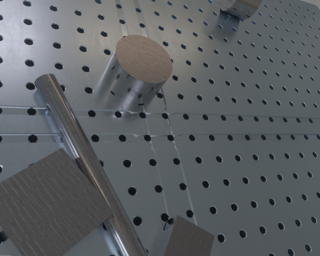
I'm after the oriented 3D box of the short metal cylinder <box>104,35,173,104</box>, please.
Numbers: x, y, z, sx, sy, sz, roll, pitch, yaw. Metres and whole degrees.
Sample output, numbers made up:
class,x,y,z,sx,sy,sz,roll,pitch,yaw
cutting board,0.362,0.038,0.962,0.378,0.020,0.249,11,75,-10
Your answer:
class,x,y,z,sx,sy,sz,roll,pitch,yaw
short metal cylinder,-0.030,-0.080,0.425,0.081,0.050,0.080,14,56,-21

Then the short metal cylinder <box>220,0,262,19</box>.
class,x,y,z,sx,sy,sz,roll,pitch,yaw
short metal cylinder,0.165,-0.268,0.625,0.050,0.080,0.080,14,56,-21

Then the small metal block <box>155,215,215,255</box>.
class,x,y,z,sx,sy,sz,roll,pitch,yaw
small metal block,0.027,0.133,0.342,0.050,0.025,0.050,31,52,-8

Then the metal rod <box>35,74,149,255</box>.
class,x,y,z,sx,sy,sz,roll,pitch,yaw
metal rod,-0.063,0.068,0.332,0.025,0.025,0.299,-20,73,-36

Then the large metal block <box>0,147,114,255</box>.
class,x,y,z,sx,sy,sz,roll,pitch,yaw
large metal block,-0.105,0.078,0.288,0.081,0.050,0.080,-35,81,-38
